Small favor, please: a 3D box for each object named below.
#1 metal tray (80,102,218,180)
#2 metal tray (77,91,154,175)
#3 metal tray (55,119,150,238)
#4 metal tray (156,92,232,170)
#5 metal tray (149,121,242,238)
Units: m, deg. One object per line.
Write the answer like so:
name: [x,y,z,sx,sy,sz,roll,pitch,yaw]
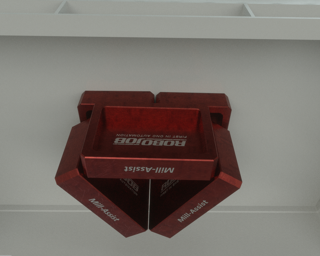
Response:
metal tray: [-0.010,0.011,0.333,0.131,0.090,0.030,2,130,-1]
metal tray: [-0.053,0.013,0.415,0.091,0.030,0.129,0,129,0]
metal tray: [-0.061,0.061,0.376,0.030,0.090,0.130,-25,126,20]
metal tray: [0.039,0.015,0.417,0.091,0.030,0.129,1,129,-1]
metal tray: [0.036,0.064,0.378,0.030,0.090,0.129,29,125,-22]
